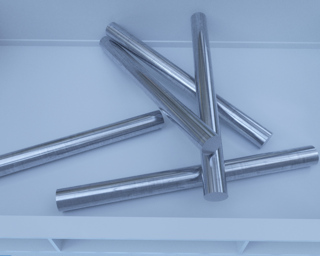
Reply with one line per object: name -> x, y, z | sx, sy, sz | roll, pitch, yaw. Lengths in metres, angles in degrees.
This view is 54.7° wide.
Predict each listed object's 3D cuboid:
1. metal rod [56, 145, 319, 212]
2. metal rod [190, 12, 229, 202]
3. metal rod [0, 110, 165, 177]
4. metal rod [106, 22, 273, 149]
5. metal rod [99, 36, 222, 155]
metal rod -> 0.038, 0.056, 0.357 | 0.302, 0.025, 0.025 | -9, 51, -8
metal rod -> 0.059, -0.051, 0.403 | 0.025, 0.025, 0.300 | 1, 54, 0
metal rod -> -0.139, 0.030, 0.378 | 0.302, 0.025, 0.025 | -17, 52, -14
metal rod -> 0.028, -0.072, 0.448 | 0.300, 0.025, 0.025 | 40, 60, 22
metal rod -> -0.019, -0.063, 0.423 | 0.025, 0.025, 0.300 | -23, 44, -18
